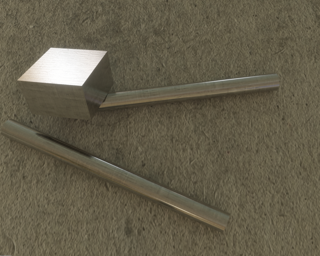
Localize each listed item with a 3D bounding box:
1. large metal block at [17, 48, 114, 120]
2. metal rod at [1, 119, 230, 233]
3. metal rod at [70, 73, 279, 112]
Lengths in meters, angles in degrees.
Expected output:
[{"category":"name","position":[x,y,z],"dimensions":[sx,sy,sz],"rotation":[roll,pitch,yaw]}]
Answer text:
[{"category":"large metal block","position":[-0.114,-0.058,0.392],"dimensions":[0.080,0.050,0.080],"rotation":[6,43,12]},{"category":"metal rod","position":[-0.061,0.056,0.386],"dimensions":[0.301,0.025,0.025],"rotation":[22,72,7]},{"category":"metal rod","position":[0.012,-0.046,0.425],"dimensions":[0.302,0.025,0.025],"rotation":[-7,70,-3]}]
